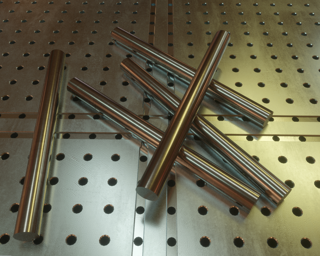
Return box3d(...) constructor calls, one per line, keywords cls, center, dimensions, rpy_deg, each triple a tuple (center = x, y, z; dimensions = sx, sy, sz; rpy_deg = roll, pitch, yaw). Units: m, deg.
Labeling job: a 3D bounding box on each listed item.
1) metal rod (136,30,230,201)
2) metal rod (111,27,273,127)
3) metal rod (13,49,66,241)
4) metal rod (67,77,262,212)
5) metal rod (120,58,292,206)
box3d(cls="metal rod", center=(0.043, -0.039, 0.406), dimensions=(0.025, 0.025, 0.301), rpy_deg=(17, 52, 14))
box3d(cls="metal rod", center=(0.035, -0.089, 0.482), dimensions=(0.300, 0.025, 0.025), rpy_deg=(35, 58, 25))
box3d(cls="metal rod", center=(-0.151, -0.004, 0.410), dimensions=(0.025, 0.025, 0.300), rpy_deg=(-5, 50, -4))
box3d(cls="metal rod", center=(-0.012, 0.009, 0.400), dimensions=(0.300, 0.025, 0.025), rpy_deg=(32, 57, 24))
box3d(cls="metal rod", center=(0.042, -0.012, 0.417), dimensions=(0.025, 0.025, 0.300), rpy_deg=(-32, 57, -24))
